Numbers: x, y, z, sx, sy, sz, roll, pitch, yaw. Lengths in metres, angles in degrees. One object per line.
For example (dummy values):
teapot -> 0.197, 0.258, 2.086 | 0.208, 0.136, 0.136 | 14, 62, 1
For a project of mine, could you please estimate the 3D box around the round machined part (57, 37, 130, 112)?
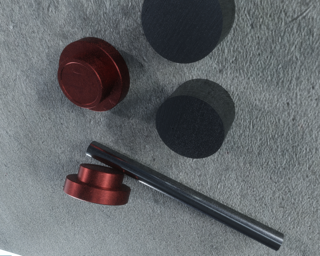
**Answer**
round machined part -> -0.092, -0.065, 0.403 | 0.098, 0.042, 0.097 | 13, 124, 20

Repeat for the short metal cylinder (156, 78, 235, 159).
short metal cylinder -> 0.042, -0.011, 0.361 | 0.080, 0.050, 0.079 | 13, 124, 20

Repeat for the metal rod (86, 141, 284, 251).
metal rod -> 0.027, 0.092, 0.448 | 0.301, 0.025, 0.025 | 25, 127, 12

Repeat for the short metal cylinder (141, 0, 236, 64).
short metal cylinder -> 0.029, -0.110, 0.306 | 0.080, 0.050, 0.079 | 13, 124, 20

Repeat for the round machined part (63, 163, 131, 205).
round machined part -> -0.092, 0.082, 0.469 | 0.098, 0.098, 0.042 | 13, 88, 21
